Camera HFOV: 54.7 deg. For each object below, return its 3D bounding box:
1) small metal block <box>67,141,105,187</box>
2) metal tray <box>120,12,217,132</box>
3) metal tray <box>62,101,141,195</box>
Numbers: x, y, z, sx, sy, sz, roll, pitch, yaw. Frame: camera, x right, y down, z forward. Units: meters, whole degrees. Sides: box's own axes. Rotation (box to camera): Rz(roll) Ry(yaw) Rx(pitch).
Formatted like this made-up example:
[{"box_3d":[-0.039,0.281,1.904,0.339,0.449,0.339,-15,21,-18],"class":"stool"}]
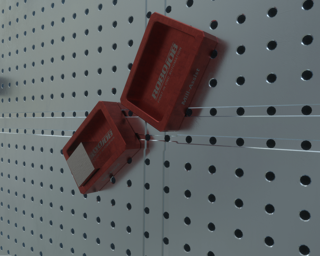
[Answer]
[{"box_3d":[-0.115,0.056,0.484,0.050,0.025,0.050,-47,63,29],"class":"small metal block"},{"box_3d":[0.006,-0.071,0.398,0.090,0.030,0.129,35,111,34],"class":"metal tray"},{"box_3d":[-0.096,0.032,0.482,0.129,0.030,0.090,-46,63,30],"class":"metal tray"}]
